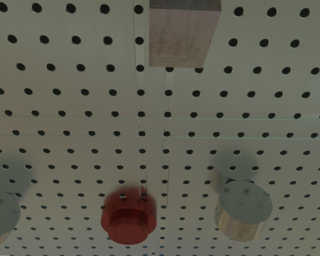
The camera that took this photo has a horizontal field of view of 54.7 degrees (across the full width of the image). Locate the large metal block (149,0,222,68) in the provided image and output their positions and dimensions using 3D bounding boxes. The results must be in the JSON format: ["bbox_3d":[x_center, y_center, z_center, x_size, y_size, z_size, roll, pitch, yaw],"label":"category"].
[{"bbox_3d":[0.017,-0.107,0.265,0.050,0.080,0.080,2,161,-2],"label":"large metal block"}]

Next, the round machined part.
[{"bbox_3d":[-0.055,0.170,0.544,0.099,0.042,0.097,-1,130,0],"label":"round machined part"}]

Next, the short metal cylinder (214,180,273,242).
[{"bbox_3d":[0.129,0.130,0.488,0.081,0.080,0.050,2,130,-3],"label":"short metal cylinder"}]

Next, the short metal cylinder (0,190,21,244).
[{"bbox_3d":[-0.274,0.147,0.496,0.080,0.080,0.050,27,125,-22],"label":"short metal cylinder"}]
